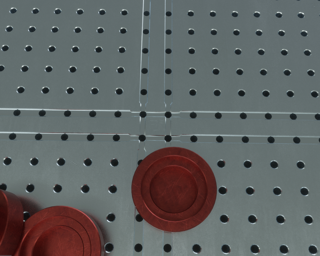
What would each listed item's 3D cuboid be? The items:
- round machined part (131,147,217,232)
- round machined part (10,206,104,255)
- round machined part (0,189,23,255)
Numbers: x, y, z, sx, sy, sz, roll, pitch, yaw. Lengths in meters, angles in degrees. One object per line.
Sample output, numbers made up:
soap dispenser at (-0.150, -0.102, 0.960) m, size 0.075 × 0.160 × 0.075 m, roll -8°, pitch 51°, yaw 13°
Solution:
round machined part at (0.016, 0.075, 0.375) m, size 0.099 × 0.042 × 0.098 m, roll 0°, pitch 70°, yaw -1°
round machined part at (-0.112, 0.140, 0.350) m, size 0.099 × 0.042 × 0.098 m, roll 0°, pitch 70°, yaw -1°
round machined part at (-0.202, 0.112, 0.338) m, size 0.098 × 0.042 × 0.098 m, roll -14°, pitch 58°, yaw 23°
